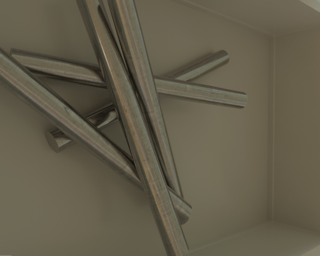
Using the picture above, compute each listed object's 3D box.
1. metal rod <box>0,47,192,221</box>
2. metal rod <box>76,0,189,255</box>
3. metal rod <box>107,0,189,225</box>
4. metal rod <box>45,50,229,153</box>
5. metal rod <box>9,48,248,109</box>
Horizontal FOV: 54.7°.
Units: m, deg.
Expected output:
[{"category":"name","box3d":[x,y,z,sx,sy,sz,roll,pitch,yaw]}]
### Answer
[{"category":"metal rod","box3d":[-0.063,0.017,0.320,0.300,0.025,0.025,44,63,-30]},{"category":"metal rod","box3d":[-0.028,-0.005,0.323,0.025,0.025,0.298,-24,98,-38]},{"category":"metal rod","box3d":[-0.005,0.000,0.362,0.025,0.025,0.298,-37,126,-34]},{"category":"metal rod","box3d":[-0.005,-0.049,0.404,0.302,0.025,0.025,-31,110,-36]},{"category":"metal rod","box3d":[-0.012,-0.051,0.368,0.302,0.025,0.025,5,87,-31]}]
